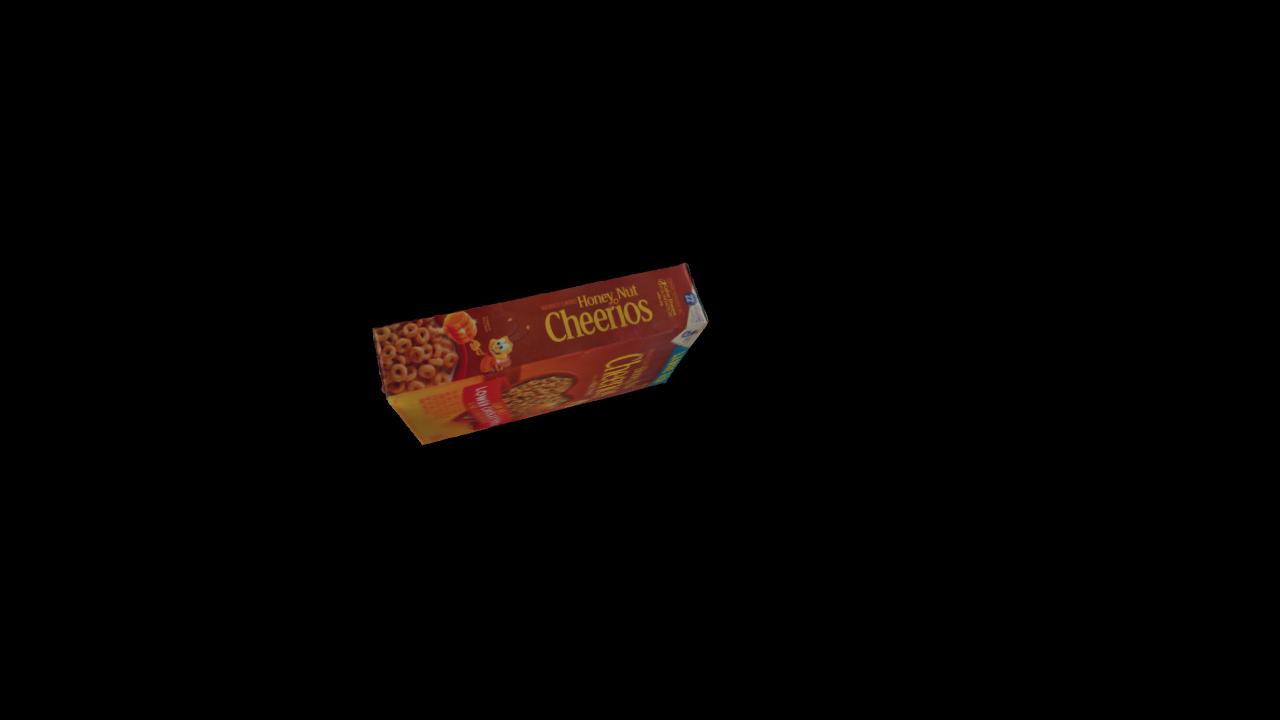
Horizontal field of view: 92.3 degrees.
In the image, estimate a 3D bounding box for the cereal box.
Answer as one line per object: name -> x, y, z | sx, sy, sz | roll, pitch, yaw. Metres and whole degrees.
cereal box -> -0.099, 0.001, 0.653 | 0.306, 0.081, 0.203 | -13, -16, -15
